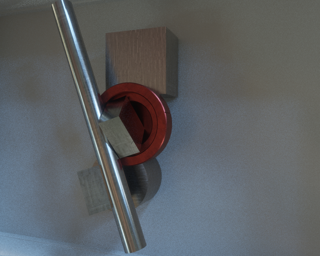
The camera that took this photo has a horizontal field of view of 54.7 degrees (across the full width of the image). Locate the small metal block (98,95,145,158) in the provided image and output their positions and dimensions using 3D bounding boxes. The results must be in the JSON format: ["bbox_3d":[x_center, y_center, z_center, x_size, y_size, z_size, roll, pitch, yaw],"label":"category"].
[{"bbox_3d":[-0.043,-0.002,0.359,0.025,0.050,0.050,-19,119,15],"label":"small metal block"}]

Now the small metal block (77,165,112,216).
[{"bbox_3d":[-0.078,0.073,0.366,0.025,0.050,0.050,-16,83,-14],"label":"small metal block"}]

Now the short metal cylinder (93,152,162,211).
[{"bbox_3d":[-0.044,0.066,0.411,0.080,0.050,0.079,0,90,19],"label":"short metal cylinder"}]

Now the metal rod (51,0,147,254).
[{"bbox_3d":[-0.073,-0.007,0.359,0.025,0.025,0.299,-20,84,18],"label":"metal rod"}]

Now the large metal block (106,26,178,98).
[{"bbox_3d":[-0.022,-0.080,0.401,0.080,0.050,0.079,0,90,19],"label":"large metal block"}]

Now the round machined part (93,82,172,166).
[{"bbox_3d":[-0.032,-0.005,0.379,0.098,0.042,0.097,0,90,19],"label":"round machined part"}]
